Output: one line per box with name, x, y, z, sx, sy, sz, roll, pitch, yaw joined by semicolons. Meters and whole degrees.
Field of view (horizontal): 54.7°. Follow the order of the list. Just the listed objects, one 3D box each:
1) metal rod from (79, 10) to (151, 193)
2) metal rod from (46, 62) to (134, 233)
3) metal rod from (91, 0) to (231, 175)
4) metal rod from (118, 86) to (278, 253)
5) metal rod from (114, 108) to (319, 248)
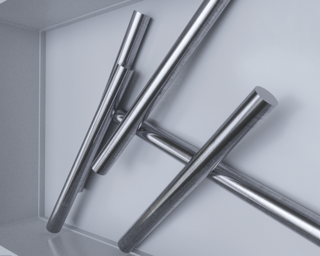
metal rod;-0.082;-0.028;0.472;0.025;0.025;0.298;37;112;33
metal rod;-0.112;0.041;0.469;0.025;0.025;0.298;40;112;32
metal rod;0.001;-0.058;0.381;0.025;0.025;0.299;47;111;29
metal rod;0.022;0.070;0.359;0.025;0.025;0.298;55;130;25
metal rod;0.049;0.042;0.364;0.300;0.025;0.025;29;108;36
